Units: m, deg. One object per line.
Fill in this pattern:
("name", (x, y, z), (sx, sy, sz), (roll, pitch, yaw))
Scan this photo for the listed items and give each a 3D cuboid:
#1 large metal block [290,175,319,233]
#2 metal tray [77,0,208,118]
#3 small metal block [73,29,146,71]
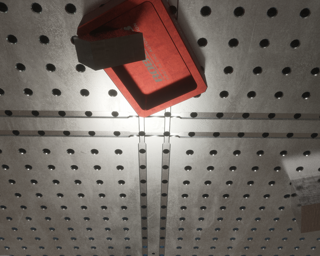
("large metal block", (0.263, 0.122, 0.503), (0.080, 0.050, 0.080), (-13, 129, 10))
("metal tray", (-0.015, -0.079, 0.340), (0.090, 0.030, 0.130), (-23, 127, 18))
("small metal block", (-0.049, -0.077, 0.297), (0.050, 0.050, 0.025), (-19, 118, -25))
